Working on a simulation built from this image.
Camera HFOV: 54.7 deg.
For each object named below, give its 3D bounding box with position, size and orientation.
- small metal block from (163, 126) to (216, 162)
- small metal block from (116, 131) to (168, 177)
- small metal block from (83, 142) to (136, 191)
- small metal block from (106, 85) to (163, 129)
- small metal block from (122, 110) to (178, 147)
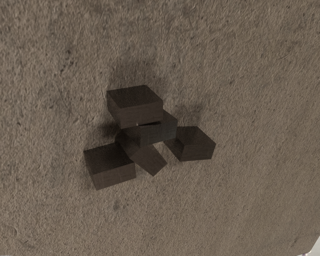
[{"bbox_3d":[0.040,0.021,0.427,0.050,0.050,0.025,-1,119,-28],"label":"small metal block"},{"bbox_3d":[-0.024,0.028,0.396,0.025,0.050,0.050,-44,131,2],"label":"small metal block"},{"bbox_3d":[-0.063,0.045,0.386,0.050,0.050,0.025,-15,125,-20],"label":"small metal block"},{"bbox_3d":[-0.030,-0.026,0.359,0.050,0.050,0.025,-12,123,-22],"label":"small metal block"},{"bbox_3d":[-0.015,-0.005,0.377,0.050,0.050,0.025,-14,125,-32],"label":"small metal block"}]
